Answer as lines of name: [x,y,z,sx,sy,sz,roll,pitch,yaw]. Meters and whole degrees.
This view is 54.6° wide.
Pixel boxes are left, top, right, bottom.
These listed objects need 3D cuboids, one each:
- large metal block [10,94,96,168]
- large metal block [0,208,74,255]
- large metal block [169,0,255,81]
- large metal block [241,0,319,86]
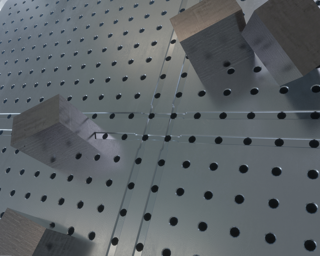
large metal block: [-0.152,0.007,0.450,0.080,0.080,0.050,-24,53,14]
large metal block: [-0.170,0.156,0.387,0.080,0.050,0.080,11,67,33]
large metal block: [0.070,-0.121,0.411,0.080,0.080,0.050,-26,53,12]
large metal block: [0.140,-0.097,0.339,0.050,0.080,0.080,-36,87,5]
